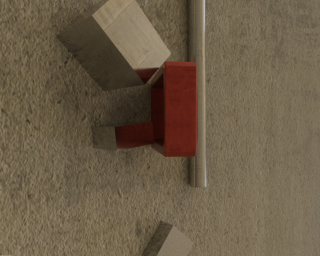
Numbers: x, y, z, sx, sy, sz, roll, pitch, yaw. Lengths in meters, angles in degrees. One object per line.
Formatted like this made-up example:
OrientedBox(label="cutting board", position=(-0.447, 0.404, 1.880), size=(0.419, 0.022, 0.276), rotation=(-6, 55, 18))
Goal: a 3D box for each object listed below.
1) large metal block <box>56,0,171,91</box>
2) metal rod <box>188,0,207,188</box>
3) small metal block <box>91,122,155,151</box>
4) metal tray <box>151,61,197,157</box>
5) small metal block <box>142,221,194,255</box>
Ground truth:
OrientedBox(label="large metal block", position=(-0.049, -0.089, 0.329), size=(0.080, 0.080, 0.050), rotation=(51, 60, -28))
OrientedBox(label="metal rod", position=(0.055, -0.064, 0.452), size=(0.025, 0.025, 0.298), rotation=(-1, 91, -40))
OrientedBox(label="small metal block", position=(-0.043, 0.008, 0.354), size=(0.050, 0.050, 0.025), rotation=(-9, 96, -40))
OrientedBox(label="metal tray", position=(0.011, -0.018, 0.350), size=(0.030, 0.130, 0.089), rotation=(0, 90, -8))
OrientedBox(label="small metal block", position=(0.012, 0.163, 0.417), size=(0.050, 0.025, 0.050), rotation=(49, 61, -29))
